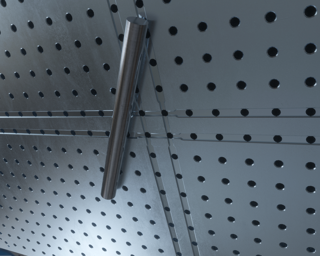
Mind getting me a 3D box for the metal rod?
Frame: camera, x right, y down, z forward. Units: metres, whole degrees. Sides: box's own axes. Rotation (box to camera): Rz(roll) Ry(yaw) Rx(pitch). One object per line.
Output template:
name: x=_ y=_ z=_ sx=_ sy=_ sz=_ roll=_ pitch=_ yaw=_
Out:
metal rod: x=-0.056 y=-0.005 z=0.436 sx=0.025 sy=0.025 sz=0.298 roll=24 pitch=127 yaw=13
